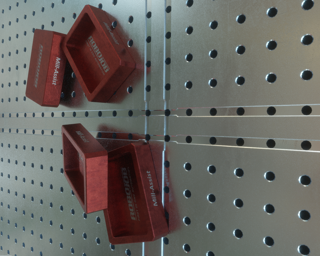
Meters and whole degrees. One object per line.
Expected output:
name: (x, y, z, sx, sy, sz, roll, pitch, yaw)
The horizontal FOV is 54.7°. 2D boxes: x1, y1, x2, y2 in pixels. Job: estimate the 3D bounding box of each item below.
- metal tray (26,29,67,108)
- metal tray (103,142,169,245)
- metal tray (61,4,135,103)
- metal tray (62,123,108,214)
metal tray: (-0.207, -0.110, 0.565, 0.090, 0.030, 0.129, 23, 105, 45)
metal tray: (-0.044, 0.093, 0.439, 0.090, 0.030, 0.129, -21, 77, 37)
metal tray: (-0.101, -0.115, 0.486, 0.090, 0.030, 0.130, -44, 64, 30)
metal tray: (-0.114, 0.054, 0.459, 0.130, 0.030, 0.089, 32, 124, 55)
